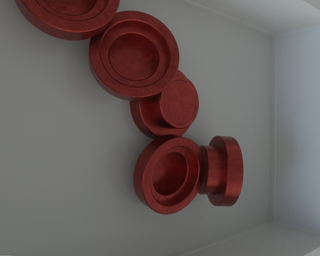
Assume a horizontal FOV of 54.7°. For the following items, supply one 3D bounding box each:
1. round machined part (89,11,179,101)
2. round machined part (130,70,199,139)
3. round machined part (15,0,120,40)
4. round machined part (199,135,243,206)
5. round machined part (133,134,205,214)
[{"bbox_3d":[-0.031,-0.078,0.353,0.099,0.042,0.097,2,82,-15],"label":"round machined part"},{"bbox_3d":[0.013,-0.033,0.406,0.099,0.042,0.097,0,90,-40],"label":"round machined part"},{"bbox_3d":[-0.093,-0.133,0.306,0.099,0.042,0.098,4,79,-25],"label":"round machined part"},{"bbox_3d":[0.076,0.059,0.433,0.042,0.098,0.097,4,87,-9],"label":"round machined part"},{"bbox_3d":[0.007,0.055,0.395,0.099,0.042,0.097,-9,105,-36],"label":"round machined part"}]
